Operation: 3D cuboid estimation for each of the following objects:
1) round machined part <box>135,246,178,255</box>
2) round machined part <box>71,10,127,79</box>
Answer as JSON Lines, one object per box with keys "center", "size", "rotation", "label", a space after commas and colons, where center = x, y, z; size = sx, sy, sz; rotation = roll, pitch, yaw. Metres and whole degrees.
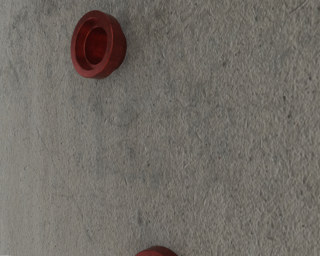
{"center": [-0.008, 0.209, 0.400], "size": [0.098, 0.042, 0.097], "rotation": [0, 90, 40], "label": "round machined part"}
{"center": [-0.088, -0.122, 0.467], "size": [0.098, 0.042, 0.097], "rotation": [0, 90, 40], "label": "round machined part"}
